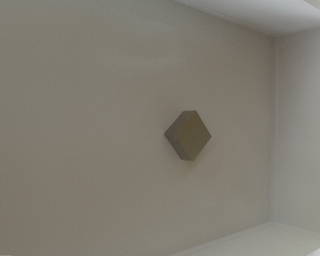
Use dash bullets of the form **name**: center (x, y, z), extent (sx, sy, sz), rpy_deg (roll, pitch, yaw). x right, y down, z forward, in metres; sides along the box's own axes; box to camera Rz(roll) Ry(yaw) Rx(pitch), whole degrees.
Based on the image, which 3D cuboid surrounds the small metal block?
- **small metal block**: center (0.040, 0.011, 0.439), extent (0.050, 0.025, 0.050), rpy_deg (-49, 119, -29)
